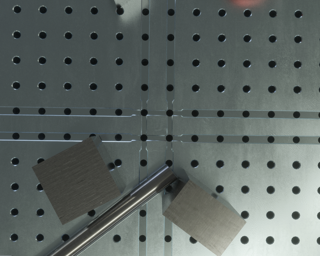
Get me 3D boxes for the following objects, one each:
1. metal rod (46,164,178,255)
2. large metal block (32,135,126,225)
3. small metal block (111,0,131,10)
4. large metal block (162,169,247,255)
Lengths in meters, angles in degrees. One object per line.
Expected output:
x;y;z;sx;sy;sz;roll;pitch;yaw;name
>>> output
-0.103;0.149;0.412;0.301;0.025;0.025;-37;90;0;metal rod
-0.101;0.064;0.400;0.080;0.050;0.080;-28;90;0;large metal block
-0.045;-0.187;0.400;0.050;0.050;0.025;-36;90;0;small metal block
0.050;0.101;0.386;0.080;0.080;0.050;37;90;0;large metal block
